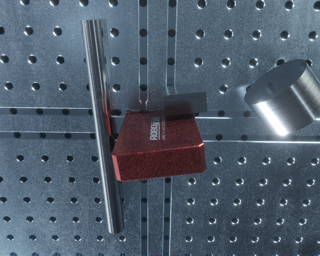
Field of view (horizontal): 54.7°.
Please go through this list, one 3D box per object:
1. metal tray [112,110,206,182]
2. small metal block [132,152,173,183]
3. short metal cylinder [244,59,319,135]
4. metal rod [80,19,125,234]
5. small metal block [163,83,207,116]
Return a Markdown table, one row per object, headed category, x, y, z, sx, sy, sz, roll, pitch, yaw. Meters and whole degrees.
| category | x | y | z | sx | sy | sz | roll | pitch | yaw |
| --- | --- | --- | --- | --- | --- | --- | --- | --- | --- |
| metal tray | 0.000 | 0.013 | 0.362 | 0.091 | 0.130 | 0.030 | -7 | 110 | 2 |
| small metal block | -0.010 | 0.040 | 0.415 | 0.050 | 0.050 | 0.025 | -31 | 107 | 10 |
| short metal cylinder | 0.150 | -0.037 | 0.372 | 0.080 | 0.080 | 0.050 | -38 | 106 | 13 |
| metal rod | -0.074 | 0.012 | 0.417 | 0.025 | 0.025 | 0.298 | -3 | 110 | 1 |
| small metal block | 0.030 | -0.037 | 0.387 | 0.050 | 0.050 | 0.025 | -5 | 110 | 2 |
